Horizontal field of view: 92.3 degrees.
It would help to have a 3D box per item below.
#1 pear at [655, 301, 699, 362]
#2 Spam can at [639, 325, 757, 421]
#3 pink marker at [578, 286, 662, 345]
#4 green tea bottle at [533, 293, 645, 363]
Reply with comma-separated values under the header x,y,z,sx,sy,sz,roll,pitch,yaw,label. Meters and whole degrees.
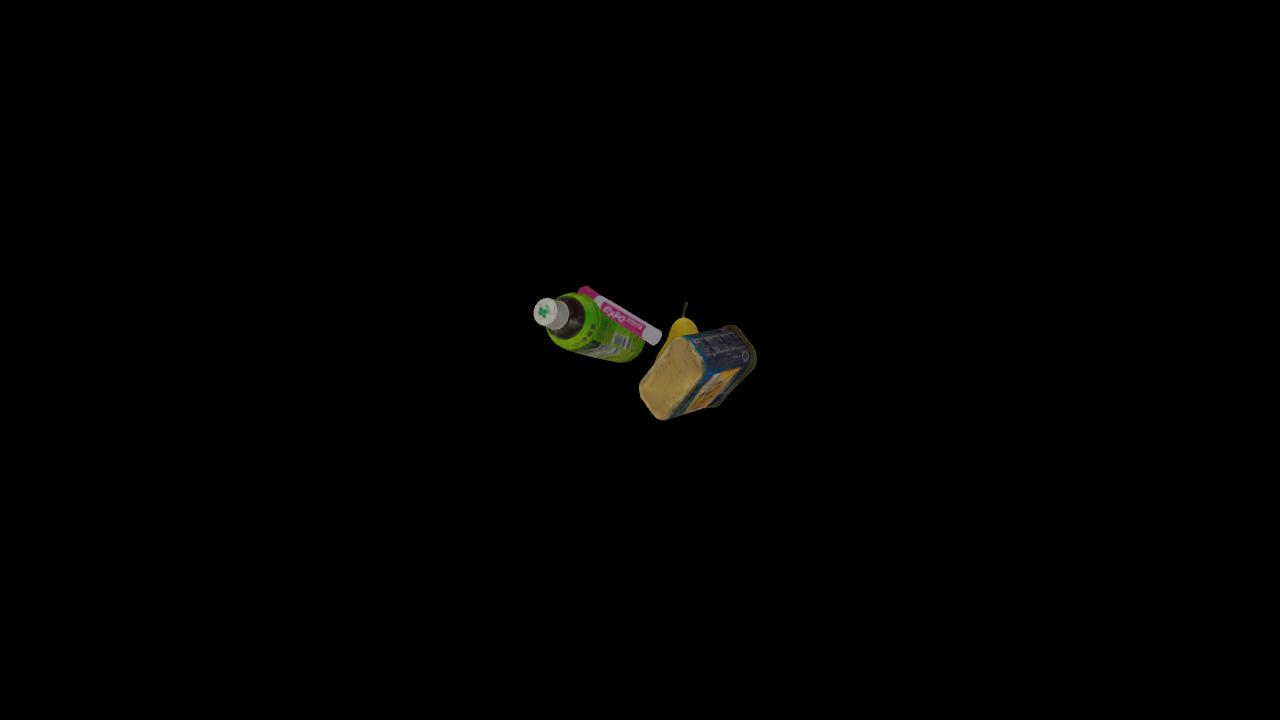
x,y,z,sx,sy,sz,roll,pitch,yaw,label
0.050,-0.010,0.723,0.080,0.111,0.080,-4,-21,-2,pear
0.059,0.015,0.646,0.085,0.058,0.101,-13,-31,-42,Spam can
-0.026,-0.053,0.705,0.121,0.020,0.020,33,17,27,pink marker
-0.060,-0.040,0.750,0.073,0.073,0.212,0,-6,20,green tea bottle
